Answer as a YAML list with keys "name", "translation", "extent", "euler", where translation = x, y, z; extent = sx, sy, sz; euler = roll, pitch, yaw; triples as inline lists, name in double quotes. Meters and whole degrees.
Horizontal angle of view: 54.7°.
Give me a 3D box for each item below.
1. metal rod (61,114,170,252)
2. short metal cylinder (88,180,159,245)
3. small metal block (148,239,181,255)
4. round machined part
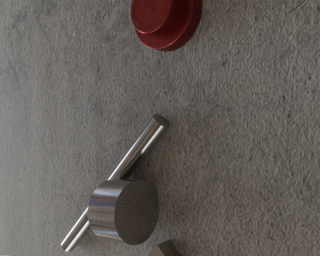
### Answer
- name: "metal rod"
  translation: [-0.078, 0.097, 0.469]
  extent: [0.025, 0.025, 0.298]
  euler: [52, 120, 27]
- name: "short metal cylinder"
  translation: [-0.046, 0.108, 0.408]
  extent: [0.050, 0.081, 0.080]
  euler: [-7, 86, 40]
- name: "small metal block"
  translation: [0.006, 0.183, 0.400]
  extent: [0.050, 0.025, 0.050]
  euler: [49, 119, 28]
- name: "round machined part"
  translation: [0.001, -0.150, 0.393]
  extent: [0.098, 0.042, 0.097]
  euler: [0, 90, 40]
